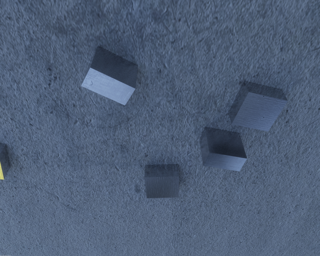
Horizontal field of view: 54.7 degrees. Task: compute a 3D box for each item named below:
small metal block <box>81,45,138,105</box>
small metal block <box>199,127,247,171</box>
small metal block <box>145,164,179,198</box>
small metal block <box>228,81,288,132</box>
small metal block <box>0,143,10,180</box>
[{"bbox_3d":[-0.054,-0.058,0.340,0.050,0.050,0.025,24,126,-19],"label":"small metal block"},{"bbox_3d":[0.083,0.028,0.415,0.050,0.050,0.025,10,129,-9],"label":"small metal block"},{"bbox_3d":[0.004,0.082,0.477,0.050,0.025,0.050,-2,130,1],"label":"small metal block"},{"bbox_3d":[0.120,-0.026,0.386,0.050,0.025,0.050,11,129,-10],"label":"small metal block"},{"bbox_3d":[-0.248,0.046,0.443,0.050,0.025,0.050,8,130,-7],"label":"small metal block"}]
